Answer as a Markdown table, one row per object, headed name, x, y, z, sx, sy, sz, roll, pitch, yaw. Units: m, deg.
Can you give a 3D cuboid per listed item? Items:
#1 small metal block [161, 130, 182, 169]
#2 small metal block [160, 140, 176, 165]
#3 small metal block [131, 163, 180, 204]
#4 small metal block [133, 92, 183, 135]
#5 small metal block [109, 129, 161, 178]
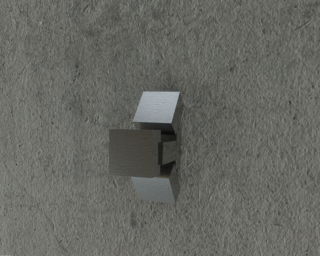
| name | x | y | z | sx | sy | sz | roll | pitch | yaw |
| --- | --- | --- | --- | --- | --- | --- | --- | --- | --- |
| small metal block | 0.001 | 0.026 | 0.410 | 0.050 | 0.025 | 0.050 | 3 | 91 | 19 |
| small metal block | -0.012 | 0.027 | 0.373 | 0.050 | 0.050 | 0.025 | 3 | 91 | 19 |
| small metal block | -0.005 | 0.069 | 0.398 | 0.050 | 0.025 | 0.050 | 3 | 132 | 19 |
| small metal block | -0.001 | -0.020 | 0.397 | 0.050 | 0.025 | 0.050 | 3 | 55 | 20 |
| small metal block | -0.027 | 0.026 | 0.339 | 0.050 | 0.025 | 0.050 | 1 | 90 | 19 |
